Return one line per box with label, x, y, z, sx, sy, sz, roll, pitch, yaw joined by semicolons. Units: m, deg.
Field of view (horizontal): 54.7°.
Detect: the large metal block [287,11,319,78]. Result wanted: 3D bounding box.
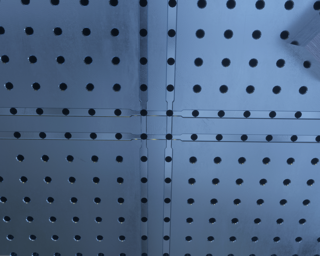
large metal block;0.216;-0.101;0.365;0.080;0.050;0.080;40;105;-14
